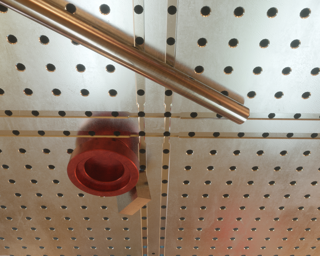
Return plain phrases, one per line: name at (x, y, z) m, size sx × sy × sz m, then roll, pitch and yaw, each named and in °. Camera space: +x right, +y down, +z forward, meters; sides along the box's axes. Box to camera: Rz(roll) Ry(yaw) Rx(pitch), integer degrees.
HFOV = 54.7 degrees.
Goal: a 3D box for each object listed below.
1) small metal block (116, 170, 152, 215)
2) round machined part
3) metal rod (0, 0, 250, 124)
small metal block at (-0.042, 0.098, 0.475) m, size 0.025 × 0.050 × 0.050 m, roll 21°, pitch 128°, yaw -35°
round machined part at (-0.078, 0.051, 0.443) m, size 0.099 × 0.042 × 0.097 m, roll 0°, pitch 130°, yaw 0°
metal rod at (-0.022, -0.074, 0.348) m, size 0.302 × 0.025 × 0.025 m, roll 24°, pitch 126°, yaw -20°
